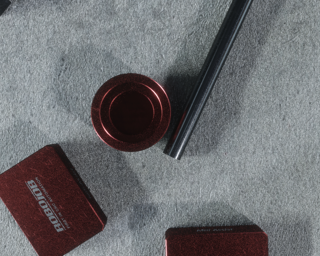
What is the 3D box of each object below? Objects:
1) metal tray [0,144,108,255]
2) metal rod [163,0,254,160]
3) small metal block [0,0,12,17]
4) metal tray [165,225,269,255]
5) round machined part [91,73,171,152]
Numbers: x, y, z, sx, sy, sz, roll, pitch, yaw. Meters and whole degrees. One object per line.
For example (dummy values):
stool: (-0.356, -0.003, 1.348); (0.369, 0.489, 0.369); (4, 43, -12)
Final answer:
metal tray: (-0.142, 0.097, 0.406); (0.090, 0.030, 0.130); (-33, 90, -1)
metal rod: (0.078, -0.098, 0.410); (0.025, 0.025, 0.299); (25, 90, -1)
small metal block: (-0.229, -0.176, 0.394); (0.050, 0.050, 0.025); (38, 90, -1)
metal tray: (0.074, 0.179, 0.409); (0.131, 0.030, 0.089); (-2, 90, -1)
round machined part: (-0.036, -0.019, 0.401); (0.099, 0.042, 0.097); (0, 90, -1)
